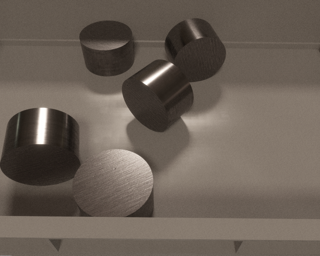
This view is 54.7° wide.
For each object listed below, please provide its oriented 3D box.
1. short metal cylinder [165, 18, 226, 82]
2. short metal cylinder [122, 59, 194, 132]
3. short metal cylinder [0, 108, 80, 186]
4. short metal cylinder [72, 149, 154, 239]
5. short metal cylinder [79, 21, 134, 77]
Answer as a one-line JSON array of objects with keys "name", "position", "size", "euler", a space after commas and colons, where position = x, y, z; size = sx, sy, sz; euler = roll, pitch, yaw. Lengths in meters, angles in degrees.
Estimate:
[{"name": "short metal cylinder", "position": [0.052, -0.116, 0.468], "size": [0.081, 0.080, 0.050], "euler": [-11, 51, -10]}, {"name": "short metal cylinder", "position": [-0.003, -0.042, 0.405], "size": [0.080, 0.080, 0.050], "euler": [34, 58, 25]}, {"name": "short metal cylinder", "position": [-0.131, 0.023, 0.349], "size": [0.081, 0.080, 0.050], "euler": [-8, 51, -7]}, {"name": "short metal cylinder", "position": [-0.047, 0.069, 0.330], "size": [0.081, 0.050, 0.080], "euler": [0, 50, 0]}, {"name": "short metal cylinder", "position": [-0.083, -0.128, 0.495], "size": [0.081, 0.050, 0.080], "euler": [0, 50, 0]}]
